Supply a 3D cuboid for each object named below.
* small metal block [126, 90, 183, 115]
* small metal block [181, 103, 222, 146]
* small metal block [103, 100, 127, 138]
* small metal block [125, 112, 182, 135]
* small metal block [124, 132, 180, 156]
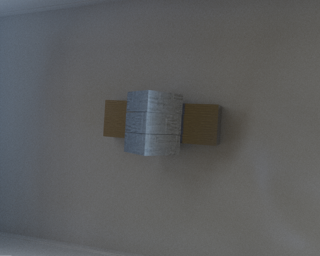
[{"bbox_3d":[-0.007,-0.031,0.386,0.050,0.050,0.025,5,92,56],"label":"small metal block"},{"bbox_3d":[0.050,-0.005,0.391,0.050,0.025,0.050,3,91,19],"label":"small metal block"},{"bbox_3d":[-0.048,-0.012,0.425,0.050,0.025,0.050,4,91,19],"label":"small metal block"},{"bbox_3d":[-0.009,-0.006,0.387,0.050,0.050,0.025,3,91,56],"label":"small metal block"},{"bbox_3d":[-0.010,0.019,0.388,0.050,0.050,0.025,3,91,56],"label":"small metal block"}]
